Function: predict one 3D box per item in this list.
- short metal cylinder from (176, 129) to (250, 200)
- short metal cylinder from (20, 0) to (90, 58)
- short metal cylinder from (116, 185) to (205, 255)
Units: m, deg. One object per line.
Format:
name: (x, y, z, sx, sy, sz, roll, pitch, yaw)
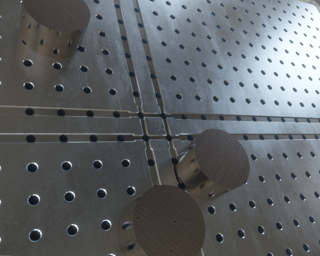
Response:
short metal cylinder: (0.068, 0.048, 0.401, 0.081, 0.050, 0.080, 14, 56, -21)
short metal cylinder: (-0.137, -0.139, 0.404, 0.081, 0.050, 0.080, 14, 56, -21)
short metal cylinder: (0.000, 0.107, 0.329, 0.081, 0.050, 0.080, 14, 56, -21)
